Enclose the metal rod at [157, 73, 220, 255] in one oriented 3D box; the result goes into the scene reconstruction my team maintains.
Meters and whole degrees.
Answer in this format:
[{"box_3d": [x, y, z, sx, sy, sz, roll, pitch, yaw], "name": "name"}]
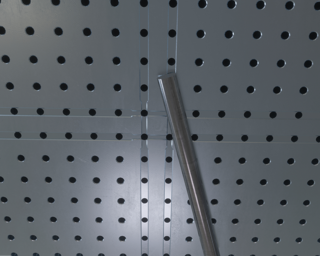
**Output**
[{"box_3d": [0.046, 0.070, 0.439, 0.025, 0.025, 0.299, -14, 110, 5], "name": "metal rod"}]
